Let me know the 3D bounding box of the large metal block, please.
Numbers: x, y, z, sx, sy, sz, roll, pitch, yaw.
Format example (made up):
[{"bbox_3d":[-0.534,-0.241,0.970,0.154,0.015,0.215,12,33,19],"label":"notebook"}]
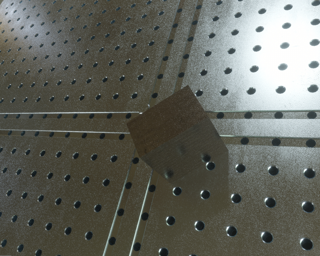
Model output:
[{"bbox_3d":[0.022,0.010,0.354,0.080,0.080,0.050,-31,52,8],"label":"large metal block"}]
